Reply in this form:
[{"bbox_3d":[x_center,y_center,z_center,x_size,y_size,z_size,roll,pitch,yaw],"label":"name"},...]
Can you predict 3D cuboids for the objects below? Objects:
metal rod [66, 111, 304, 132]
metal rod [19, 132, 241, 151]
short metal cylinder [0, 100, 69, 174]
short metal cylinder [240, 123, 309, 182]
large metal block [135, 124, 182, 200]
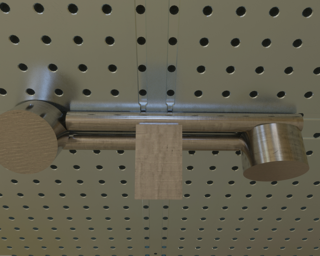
[{"bbox_3d":[0.032,-0.008,0.404,0.302,0.025,0.025,1,130,-1],"label":"metal rod"},{"bbox_3d":[-0.043,0.018,0.426,0.302,0.025,0.025,0,130,-1],"label":"metal rod"},{"bbox_3d":[-0.160,0.010,0.383,0.081,0.050,0.079,0,107,-1],"label":"short metal cylinder"},{"bbox_3d":[0.148,0.034,0.408,0.081,0.050,0.080,0,152,0],"label":"short metal cylinder"},{"bbox_3d":[-0.002,0.041,0.371,0.050,0.080,0.080,1,172,-1],"label":"large metal block"}]
